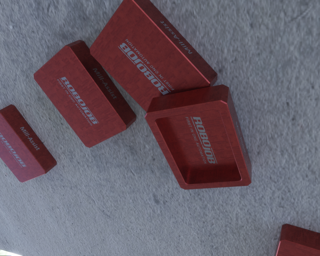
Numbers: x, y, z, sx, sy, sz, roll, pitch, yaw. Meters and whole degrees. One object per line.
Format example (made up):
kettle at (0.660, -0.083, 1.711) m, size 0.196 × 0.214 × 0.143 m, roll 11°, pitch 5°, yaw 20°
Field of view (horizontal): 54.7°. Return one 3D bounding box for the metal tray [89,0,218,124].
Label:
metal tray at (-0.009, -0.075, 0.361) m, size 0.130 × 0.030 × 0.090 m, roll 46°, pitch 129°, yaw -5°

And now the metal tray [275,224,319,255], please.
metal tray at (0.201, 0.197, 0.419) m, size 0.090 × 0.030 × 0.129 m, roll 12°, pitch 124°, yaw 21°

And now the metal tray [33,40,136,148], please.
metal tray at (-0.105, -0.043, 0.430) m, size 0.090 × 0.030 × 0.130 m, roll -25°, pitch 105°, yaw 36°

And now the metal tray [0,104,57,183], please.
metal tray at (-0.256, 0.031, 0.555) m, size 0.090 × 0.030 × 0.130 m, roll -22°, pitch 107°, yaw 36°

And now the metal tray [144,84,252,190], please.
metal tray at (0.049, 0.018, 0.361) m, size 0.090 × 0.030 × 0.130 m, roll -9°, pitch 128°, yaw 23°
